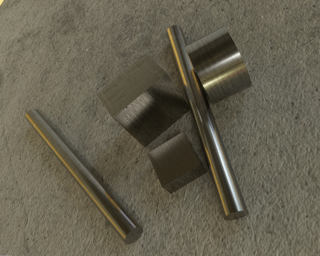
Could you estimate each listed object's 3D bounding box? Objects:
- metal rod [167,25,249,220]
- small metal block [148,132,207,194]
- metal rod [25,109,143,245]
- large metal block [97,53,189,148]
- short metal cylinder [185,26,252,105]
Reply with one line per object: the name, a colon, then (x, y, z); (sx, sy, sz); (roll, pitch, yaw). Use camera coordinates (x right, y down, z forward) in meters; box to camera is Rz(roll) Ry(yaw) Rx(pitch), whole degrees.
metal rod: (0.049, -0.031, 0.396); (0.025, 0.025, 0.299); (-23, 53, 14)
small metal block: (0.020, 0.041, 0.368); (0.050, 0.025, 0.050); (-32, 52, 7)
metal rod: (-0.123, 0.049, 0.438); (0.025, 0.025, 0.300); (-49, 52, -6)
large metal block: (-0.019, -0.033, 0.399); (0.080, 0.080, 0.050); (-40, 51, 1)
short metal cylinder: (0.071, -0.075, 0.378); (0.050, 0.080, 0.080); (-26, 53, 12)
